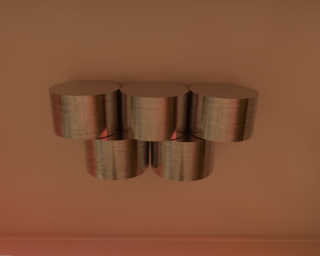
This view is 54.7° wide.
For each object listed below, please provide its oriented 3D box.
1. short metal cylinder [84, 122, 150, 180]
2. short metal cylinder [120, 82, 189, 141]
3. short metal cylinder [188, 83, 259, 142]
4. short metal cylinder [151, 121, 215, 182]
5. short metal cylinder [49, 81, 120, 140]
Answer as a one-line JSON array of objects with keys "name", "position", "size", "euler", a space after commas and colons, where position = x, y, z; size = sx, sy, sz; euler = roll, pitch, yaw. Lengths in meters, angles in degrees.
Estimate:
[{"name": "short metal cylinder", "position": [-0.053, 0.023, 0.388], "size": [0.081, 0.080, 0.050], "euler": [1, 110, -1]}, {"name": "short metal cylinder", "position": [-0.007, -0.022, 0.372], "size": [0.081, 0.080, 0.050], "euler": [1, 110, -1]}, {"name": "short metal cylinder", "position": [0.074, -0.021, 0.373], "size": [0.081, 0.080, 0.050], "euler": [2, 110, -1]}, {"name": "short metal cylinder", "position": [0.029, 0.025, 0.390], "size": [0.081, 0.080, 0.050], "euler": [1, 110, -1]}, {"name": "short metal cylinder", "position": [-0.088, -0.024, 0.370], "size": [0.081, 0.080, 0.050], "euler": [1, 110, -1]}]
